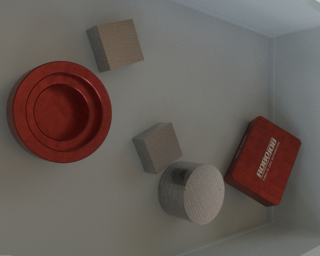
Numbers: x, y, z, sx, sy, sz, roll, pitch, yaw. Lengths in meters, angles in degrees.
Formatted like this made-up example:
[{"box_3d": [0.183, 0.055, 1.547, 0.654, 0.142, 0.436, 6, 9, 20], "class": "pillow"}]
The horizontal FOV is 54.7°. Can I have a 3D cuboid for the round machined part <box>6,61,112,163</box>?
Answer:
[{"box_3d": [-0.102, -0.015, 0.312, 0.099, 0.042, 0.097, 0, 90, -40], "class": "round machined part"}]

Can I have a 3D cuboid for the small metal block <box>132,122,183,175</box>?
[{"box_3d": [-0.002, 0.025, 0.407, 0.050, 0.025, 0.050, -31, 110, -36], "class": "small metal block"}]

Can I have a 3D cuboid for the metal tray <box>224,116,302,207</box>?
[{"box_3d": [0.176, 0.055, 0.526, 0.090, 0.030, 0.130, 32, 67, -2], "class": "metal tray"}]

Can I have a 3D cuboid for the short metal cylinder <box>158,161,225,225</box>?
[{"box_3d": [0.044, 0.088, 0.430, 0.081, 0.050, 0.079, 0, 90, -40], "class": "short metal cylinder"}]

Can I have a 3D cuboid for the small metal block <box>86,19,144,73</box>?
[{"box_3d": [-0.052, -0.097, 0.365, 0.050, 0.025, 0.050, -26, 107, -37], "class": "small metal block"}]
